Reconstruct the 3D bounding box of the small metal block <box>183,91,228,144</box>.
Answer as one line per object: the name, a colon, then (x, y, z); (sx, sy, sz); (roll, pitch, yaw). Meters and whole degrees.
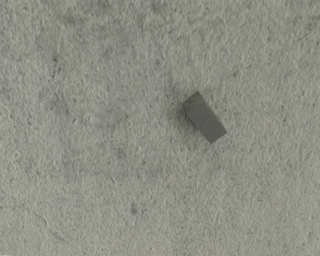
small metal block: (0.056, -0.014, 0.392); (0.025, 0.050, 0.050); (-36, 107, 12)
